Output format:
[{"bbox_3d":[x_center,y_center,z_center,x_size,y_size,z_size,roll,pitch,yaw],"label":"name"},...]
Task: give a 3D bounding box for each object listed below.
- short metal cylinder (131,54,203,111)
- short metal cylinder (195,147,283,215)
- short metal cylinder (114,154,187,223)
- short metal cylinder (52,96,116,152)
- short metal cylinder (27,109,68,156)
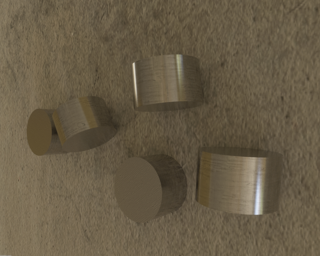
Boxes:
[{"bbox_3d":[0.008,-0.049,0.361,0.080,0.081,0.050,-8,85,39],"label":"short metal cylinder"},{"bbox_3d":[0.077,0.048,0.305,0.080,0.081,0.050,5,93,39],"label":"short metal cylinder"},{"bbox_3d":[-0.012,0.075,0.397,0.080,0.050,0.079,0,90,39],"label":"short metal cylinder"},{"bbox_3d":[-0.111,-0.004,0.458,0.080,0.081,0.050,-36,68,34],"label":"short metal cylinder"},{"bbox_3d":[-0.188,0.007,0.541,0.080,0.050,0.079,0,90,39],"label":"short metal cylinder"}]
